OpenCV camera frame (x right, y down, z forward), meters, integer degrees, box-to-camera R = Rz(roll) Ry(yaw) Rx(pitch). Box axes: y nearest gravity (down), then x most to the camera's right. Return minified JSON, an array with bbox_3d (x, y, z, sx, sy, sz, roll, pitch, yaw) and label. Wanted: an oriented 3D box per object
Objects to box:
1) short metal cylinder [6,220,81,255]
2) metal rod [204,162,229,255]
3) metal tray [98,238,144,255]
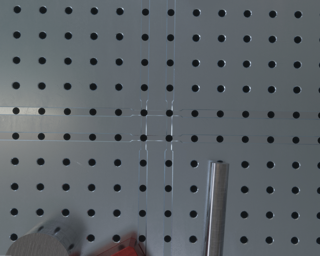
[{"bbox_3d":[-0.149,0.167,0.400,0.081,0.050,0.079,0,90,0],"label":"short metal cylinder"},{"bbox_3d":[0.069,0.195,0.414,0.025,0.025,0.298,4,90,0],"label":"metal rod"},{"bbox_3d":[-0.045,0.227,0.410,0.090,0.030,0.130,-28,90,0],"label":"metal tray"}]
